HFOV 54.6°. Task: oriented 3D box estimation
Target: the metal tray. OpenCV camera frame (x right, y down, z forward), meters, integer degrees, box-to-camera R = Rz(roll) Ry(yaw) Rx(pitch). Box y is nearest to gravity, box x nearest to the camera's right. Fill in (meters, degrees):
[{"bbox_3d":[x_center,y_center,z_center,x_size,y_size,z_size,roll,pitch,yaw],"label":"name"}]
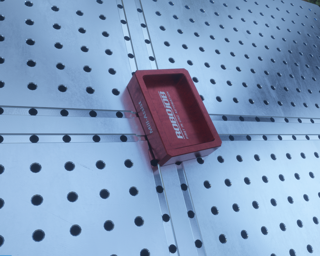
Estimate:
[{"bbox_3d":[0.019,-0.020,0.426,0.091,0.030,0.130,-9,66,-32],"label":"metal tray"}]
